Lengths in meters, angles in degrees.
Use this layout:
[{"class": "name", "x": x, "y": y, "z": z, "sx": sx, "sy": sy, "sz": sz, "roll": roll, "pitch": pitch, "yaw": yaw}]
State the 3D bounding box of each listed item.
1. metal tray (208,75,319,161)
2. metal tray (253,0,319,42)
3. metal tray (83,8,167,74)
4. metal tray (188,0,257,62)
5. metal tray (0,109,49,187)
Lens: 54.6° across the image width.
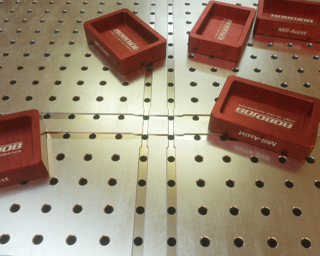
[{"class": "metal tray", "x": 0.142, "y": -0.018, "z": 0.420, "sx": 0.130, "sy": 0.030, "sz": 0.090, "roll": 19, "pitch": 52, "yaw": 15}, {"class": "metal tray", "x": 0.246, "y": -0.205, "z": 0.577, "sx": 0.130, "sy": 0.030, "sz": 0.090, "roll": 12, "pitch": 51, "yaw": 9}, {"class": "metal tray", "x": -0.061, "y": -0.153, "z": 0.532, "sx": 0.091, "sy": 0.030, "sz": 0.130, "roll": -29, "pitch": 56, "yaw": -22}, {"class": "metal tray", "x": 0.113, "y": -0.177, "z": 0.553, "sx": 0.090, "sy": 0.030, "sz": 0.130, "roll": 17, "pitch": 52, "yaw": 14}, {"class": "metal tray", "x": -0.209, "y": 0.030, "z": 0.378, "sx": 0.131, "sy": 0.030, "sz": 0.090, "roll": -13, "pitch": 51, "yaw": -11}]
